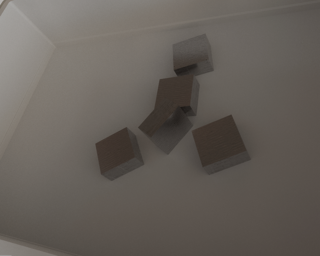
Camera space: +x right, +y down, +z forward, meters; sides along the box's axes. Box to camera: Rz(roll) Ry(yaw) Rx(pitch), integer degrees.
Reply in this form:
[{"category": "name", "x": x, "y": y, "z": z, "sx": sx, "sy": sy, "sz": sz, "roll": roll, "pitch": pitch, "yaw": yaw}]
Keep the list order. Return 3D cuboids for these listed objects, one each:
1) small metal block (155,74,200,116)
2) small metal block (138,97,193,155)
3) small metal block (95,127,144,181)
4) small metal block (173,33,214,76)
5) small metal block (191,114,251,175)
[{"category": "small metal block", "x": 0.024, "y": -0.042, "z": 0.418, "sx": 0.050, "sy": 0.025, "sz": 0.050, "roll": -5, "pitch": 60, "yaw": 25}, {"category": "small metal block", "x": 0.008, "y": -0.002, "z": 0.385, "sx": 0.050, "sy": 0.050, "sz": 0.025, "roll": -49, "pitch": 52, "yaw": -6}, {"category": "small metal block", "x": -0.054, "y": 0.035, "z": 0.411, "sx": 0.050, "sy": 0.025, "sz": 0.050, "roll": -28, "pitch": 52, "yaw": 10}, {"category": "small metal block", "x": 0.047, "y": -0.101, "z": 0.442, "sx": 0.050, "sy": 0.025, "sz": 0.050, "roll": -14, "pitch": 56, "yaw": 20}, {"category": "small metal block", "x": 0.070, "y": 0.019, "z": 0.357, "sx": 0.050, "sy": 0.025, "sz": 0.050, "roll": -23, "pitch": 53, "yaw": 14}]
